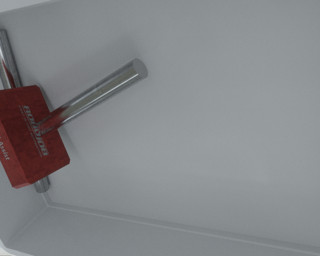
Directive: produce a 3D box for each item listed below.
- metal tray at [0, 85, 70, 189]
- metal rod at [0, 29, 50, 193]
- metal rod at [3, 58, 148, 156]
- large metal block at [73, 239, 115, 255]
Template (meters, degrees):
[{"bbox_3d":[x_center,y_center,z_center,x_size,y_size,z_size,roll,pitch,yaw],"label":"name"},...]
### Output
[{"bbox_3d":[-0.189,0.008,0.439,0.030,0.090,0.129,-19,96,24],"label":"metal tray"},{"bbox_3d":[-0.231,-0.011,0.520,0.025,0.025,0.298,11,123,22],"label":"metal rod"},{"bbox_3d":[-0.138,-0.014,0.427,0.300,0.025,0.025,-25,105,31],"label":"metal rod"},{"bbox_3d":[-0.151,0.282,0.627,0.080,0.080,0.050,-33,100,38],"label":"large metal block"}]
